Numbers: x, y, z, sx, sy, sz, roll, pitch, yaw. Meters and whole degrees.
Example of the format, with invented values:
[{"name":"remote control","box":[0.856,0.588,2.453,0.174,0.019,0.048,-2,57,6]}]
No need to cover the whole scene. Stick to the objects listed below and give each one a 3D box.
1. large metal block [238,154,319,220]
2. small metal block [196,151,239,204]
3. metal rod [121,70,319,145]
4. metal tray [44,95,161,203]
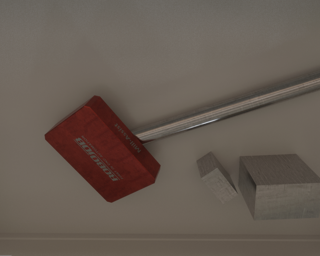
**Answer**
[{"name":"large metal block","box":[0.155,0.076,0.412,0.081,0.080,0.050,-2,110,0]},{"name":"small metal block","box":[0.077,0.067,0.424,0.025,0.050,0.050,-36,107,12]},{"name":"metal rod","box":[0.075,-0.020,0.404,0.301,0.025,0.025,-18,109,6]},{"name":"metal tray","box":[-0.073,0.032,0.405,0.090,0.030,0.130,-30,109,30]}]
